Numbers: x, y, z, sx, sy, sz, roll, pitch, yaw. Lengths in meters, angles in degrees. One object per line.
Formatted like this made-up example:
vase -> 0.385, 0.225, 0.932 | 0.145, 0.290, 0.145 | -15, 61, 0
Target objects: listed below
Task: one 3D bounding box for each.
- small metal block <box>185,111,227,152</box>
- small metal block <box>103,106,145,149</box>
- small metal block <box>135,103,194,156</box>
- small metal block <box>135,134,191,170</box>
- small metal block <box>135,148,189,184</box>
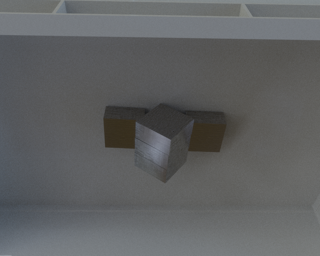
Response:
small metal block -> 0.057, 0.005, 0.413 | 0.050, 0.025, 0.050 | 2, 130, -3
small metal block -> -0.046, 0.000, 0.407 | 0.050, 0.025, 0.050 | 3, 130, -3
small metal block -> 0.006, 0.000, 0.377 | 0.050, 0.050, 0.025 | 27, 134, 25
small metal block -> 0.004, 0.019, 0.394 | 0.050, 0.050, 0.025 | 27, 135, 25
small metal block -> 0.002, 0.038, 0.410 | 0.050, 0.050, 0.025 | 27, 135, 25
